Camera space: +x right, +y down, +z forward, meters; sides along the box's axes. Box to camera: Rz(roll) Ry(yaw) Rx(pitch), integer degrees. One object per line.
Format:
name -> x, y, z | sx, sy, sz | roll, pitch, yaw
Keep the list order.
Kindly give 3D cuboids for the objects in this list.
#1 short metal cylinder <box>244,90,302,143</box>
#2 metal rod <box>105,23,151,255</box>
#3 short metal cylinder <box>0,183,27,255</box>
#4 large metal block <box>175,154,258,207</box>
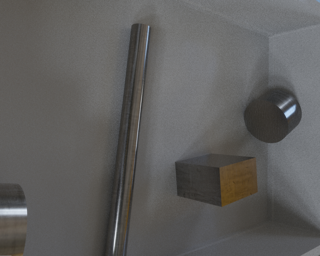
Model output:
short metal cylinder -> 0.195, -0.020, 0.538 | 0.050, 0.080, 0.080 | -31, 110, -36
metal rod -> -0.039, 0.022, 0.375 | 0.025, 0.025, 0.298 | 10, 84, -40
short metal cylinder -> -0.147, 0.084, 0.249 | 0.050, 0.080, 0.080 | 12, 83, -40
large metal block -> 0.080, 0.070, 0.441 | 0.081, 0.080, 0.050 | -7, 95, -40
